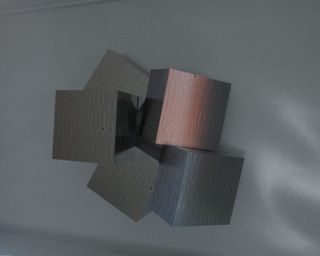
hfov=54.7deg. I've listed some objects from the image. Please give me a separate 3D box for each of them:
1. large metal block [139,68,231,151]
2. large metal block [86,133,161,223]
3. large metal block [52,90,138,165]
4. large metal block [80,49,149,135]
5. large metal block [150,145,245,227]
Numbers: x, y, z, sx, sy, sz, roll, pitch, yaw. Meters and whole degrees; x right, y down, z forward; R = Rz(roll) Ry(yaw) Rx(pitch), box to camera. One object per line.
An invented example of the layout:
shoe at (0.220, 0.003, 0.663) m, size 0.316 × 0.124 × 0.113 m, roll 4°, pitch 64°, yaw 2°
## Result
large metal block at (0.028, -0.021, 0.362) m, size 0.081 × 0.050 × 0.079 m, roll 9°, pitch 94°, yaw -26°
large metal block at (-0.034, 0.060, 0.404) m, size 0.080 × 0.050 × 0.080 m, roll 31°, pitch 100°, yaw 17°
large metal block at (-0.076, -0.002, 0.367) m, size 0.080 × 0.050 × 0.079 m, roll 3°, pitch 90°, yaw 20°
large metal block at (-0.049, -0.045, 0.412) m, size 0.080 × 0.050 × 0.080 m, roll 38°, pitch 102°, yaw 15°
large metal block at (0.042, 0.064, 0.357) m, size 0.050 × 0.081 × 0.079 m, roll 18°, pitch 97°, yaw 58°
